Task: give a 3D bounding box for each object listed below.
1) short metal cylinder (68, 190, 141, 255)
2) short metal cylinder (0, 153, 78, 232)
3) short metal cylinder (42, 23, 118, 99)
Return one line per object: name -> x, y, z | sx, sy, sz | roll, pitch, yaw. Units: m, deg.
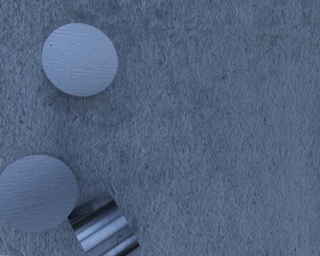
short metal cylinder -> -0.064, 0.119, 0.356 | 0.050, 0.080, 0.080 | -30, 100, -18
short metal cylinder -> -0.134, 0.068, 0.344 | 0.081, 0.050, 0.080 | 0, 88, -18
short metal cylinder -> -0.094, -0.074, 0.361 | 0.081, 0.050, 0.080 | 0, 90, -20
